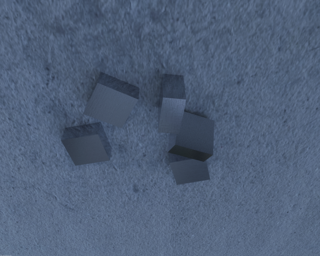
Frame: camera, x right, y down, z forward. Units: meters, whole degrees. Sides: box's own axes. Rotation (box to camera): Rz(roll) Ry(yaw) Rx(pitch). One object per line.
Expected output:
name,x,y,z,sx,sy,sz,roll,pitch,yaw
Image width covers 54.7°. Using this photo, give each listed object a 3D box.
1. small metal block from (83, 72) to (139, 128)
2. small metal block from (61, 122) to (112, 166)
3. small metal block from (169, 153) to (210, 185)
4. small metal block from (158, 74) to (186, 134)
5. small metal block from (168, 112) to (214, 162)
small metal block,-0.059,-0.033,0.378,0.050,0.025,0.050,21,127,-18
small metal block,-0.099,0.022,0.425,0.050,0.025,0.050,-9,130,7
small metal block,0.044,0.054,0.454,0.050,0.025,0.050,-11,130,8
small metal block,0.013,-0.029,0.367,0.025,0.050,0.050,5,130,-4
small metal block,0.040,0.010,0.397,0.050,0.050,0.025,16,149,-14
